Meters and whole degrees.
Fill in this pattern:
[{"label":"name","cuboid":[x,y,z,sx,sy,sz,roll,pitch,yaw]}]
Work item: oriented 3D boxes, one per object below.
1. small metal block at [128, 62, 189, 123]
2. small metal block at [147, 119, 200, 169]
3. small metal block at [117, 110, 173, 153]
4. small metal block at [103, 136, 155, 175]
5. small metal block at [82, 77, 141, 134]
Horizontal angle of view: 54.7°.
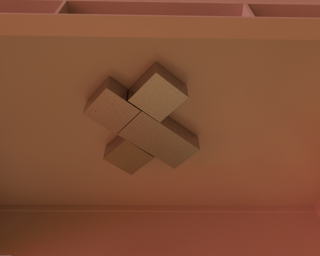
[{"label":"small metal block","cuboid":[-0.002,-0.042,0.370,0.050,0.025,0.050,34,121,-26]},{"label":"small metal block","cuboid":[0.018,0.023,0.426,0.050,0.025,0.050,34,122,-26]},{"label":"small metal block","cuboid":[-0.019,-0.002,0.404,0.050,0.025,0.050,34,122,-26]},{"label":"small metal block","cuboid":[-0.043,0.034,0.435,0.050,0.025,0.050,35,123,-26]},{"label":"small metal block","cuboid":[-0.058,-0.027,0.383,0.050,0.025,0.050,34,122,-26]}]
